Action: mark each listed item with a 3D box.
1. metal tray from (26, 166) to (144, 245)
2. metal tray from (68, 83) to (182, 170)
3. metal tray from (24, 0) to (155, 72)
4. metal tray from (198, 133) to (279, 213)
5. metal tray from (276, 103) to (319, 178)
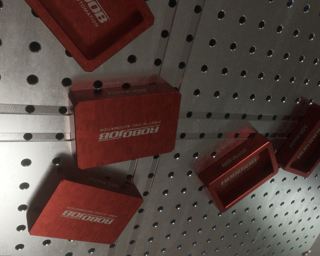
[{"bbox_3d":[-0.099,0.110,0.423,0.131,0.030,0.090,24,105,-37],"label":"metal tray"},{"bbox_3d":[-0.042,-0.004,0.384,0.131,0.030,0.089,-9,123,-24],"label":"metal tray"},{"bbox_3d":[-0.074,-0.129,0.288,0.090,0.030,0.130,-39,130,-2],"label":"metal tray"},{"bbox_3d":[0.139,0.079,0.535,0.130,0.030,0.090,-34,129,-6],"label":"metal tray"},{"bbox_3d":[0.283,0.027,0.583,0.091,0.030,0.129,20,108,-36],"label":"metal tray"}]
